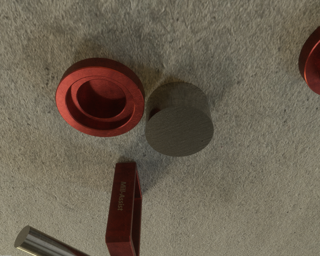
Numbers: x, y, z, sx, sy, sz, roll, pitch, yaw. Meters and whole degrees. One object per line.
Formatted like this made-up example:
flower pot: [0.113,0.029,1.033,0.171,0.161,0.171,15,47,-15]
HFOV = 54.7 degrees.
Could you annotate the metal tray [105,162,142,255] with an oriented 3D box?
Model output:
metal tray: [-0.047,0.124,0.443,0.030,0.130,0.089,-3,130,3]

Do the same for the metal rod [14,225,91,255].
metal rod: [-0.051,0.204,0.408,0.025,0.025,0.300,-33,123,24]

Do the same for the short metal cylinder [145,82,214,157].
short metal cylinder: [0.023,-0.010,0.383,0.081,0.050,0.079,0,130,0]

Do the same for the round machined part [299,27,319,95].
round machined part: [0.209,-0.072,0.338,0.099,0.042,0.097,-1,130,0]

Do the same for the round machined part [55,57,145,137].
round machined part: [-0.067,-0.039,0.362,0.099,0.042,0.097,-1,130,0]
